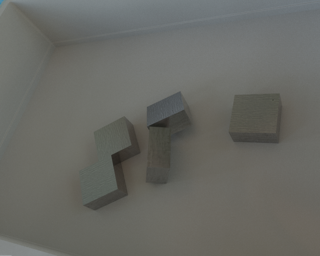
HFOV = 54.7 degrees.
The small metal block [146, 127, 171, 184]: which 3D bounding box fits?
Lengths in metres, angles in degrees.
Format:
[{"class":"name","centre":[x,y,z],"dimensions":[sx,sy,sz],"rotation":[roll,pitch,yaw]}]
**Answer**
[{"class":"small metal block","centre":[-0.002,0.033,0.366],"dimensions":[0.025,0.050,0.050],"rotation":[4,60,-2]}]

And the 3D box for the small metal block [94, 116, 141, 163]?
[{"class":"small metal block","centre":[-0.059,0.019,0.423],"dimensions":[0.050,0.025,0.050],"rotation":[-27,53,11]}]

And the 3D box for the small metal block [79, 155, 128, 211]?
[{"class":"small metal block","centre":[-0.074,0.071,0.399],"dimensions":[0.050,0.025,0.050],"rotation":[-27,53,11]}]

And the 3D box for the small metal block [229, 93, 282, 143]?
[{"class":"small metal block","centre":[0.110,-0.011,0.354],"dimensions":[0.050,0.025,0.050],"rotation":[1,62,28]}]

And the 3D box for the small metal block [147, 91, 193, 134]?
[{"class":"small metal block","centre":[0.011,-0.016,0.397],"dimensions":[0.050,0.025,0.050],"rotation":[-24,30,12]}]
